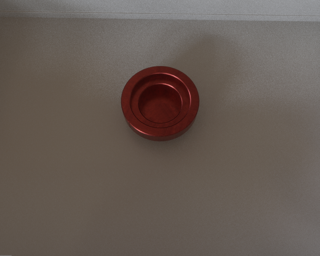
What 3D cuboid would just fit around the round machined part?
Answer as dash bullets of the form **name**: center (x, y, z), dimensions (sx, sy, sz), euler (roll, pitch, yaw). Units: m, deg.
- **round machined part**: center (0.000, -0.028, 0.408), dimensions (0.099, 0.042, 0.098), euler (0, 70, 0)
